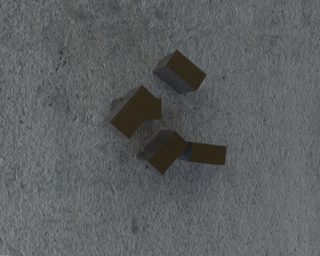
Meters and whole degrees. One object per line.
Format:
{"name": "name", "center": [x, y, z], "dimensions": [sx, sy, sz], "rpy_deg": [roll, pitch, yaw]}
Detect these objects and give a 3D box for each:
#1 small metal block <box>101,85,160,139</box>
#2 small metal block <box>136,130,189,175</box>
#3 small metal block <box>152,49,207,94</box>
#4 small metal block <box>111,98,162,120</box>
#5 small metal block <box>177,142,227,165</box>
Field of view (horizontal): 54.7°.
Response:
{"name": "small metal block", "center": [-0.033, -0.016, 0.330], "dimensions": [0.025, 0.050, 0.050], "rpy_deg": [43, 77, -15]}
{"name": "small metal block", "center": [0.002, 0.030, 0.396], "dimensions": [0.025, 0.050, 0.050], "rpy_deg": [45, 76, -15]}
{"name": "small metal block", "center": [0.025, -0.071, 0.405], "dimensions": [0.050, 0.050, 0.025], "rpy_deg": [36, 79, -17]}
{"name": "small metal block", "center": [-0.030, -0.022, 0.384], "dimensions": [0.050, 0.050, 0.025], "rpy_deg": [-1, 91, -20]}
{"name": "small metal block", "center": [0.053, 0.033, 0.415], "dimensions": [0.050, 0.050, 0.025], "rpy_deg": [8, 88, -20]}
